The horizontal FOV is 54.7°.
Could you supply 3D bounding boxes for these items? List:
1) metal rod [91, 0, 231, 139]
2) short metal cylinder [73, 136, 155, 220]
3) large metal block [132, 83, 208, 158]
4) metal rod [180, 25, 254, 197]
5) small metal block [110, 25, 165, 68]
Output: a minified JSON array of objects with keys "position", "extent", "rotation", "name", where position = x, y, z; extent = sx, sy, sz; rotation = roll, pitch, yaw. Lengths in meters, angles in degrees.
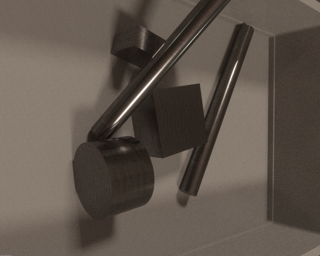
[{"position":[0.030,-0.104,0.341],"extent":[0.299,0.025,0.025],"rotation":[-49,124,5],"name":"metal rod"},{"position":[-0.051,0.051,0.330],"extent":[0.050,0.080,0.079],"rotation":[-8,96,-40],"name":"short metal cylinder"},{"position":[0.012,-0.012,0.402],"extent":[0.081,0.050,0.079],"rotation":[-15,100,-39],"name":"large metal block"},{"position":[0.095,-0.038,0.488],"extent":[0.025,0.025,0.300],"rotation":[36,68,-35],"name":"metal rod"},{"position":[-0.023,-0.095,0.373],"extent":[0.050,0.050,0.025],"rotation":[19,78,-39],"name":"small metal block"}]
